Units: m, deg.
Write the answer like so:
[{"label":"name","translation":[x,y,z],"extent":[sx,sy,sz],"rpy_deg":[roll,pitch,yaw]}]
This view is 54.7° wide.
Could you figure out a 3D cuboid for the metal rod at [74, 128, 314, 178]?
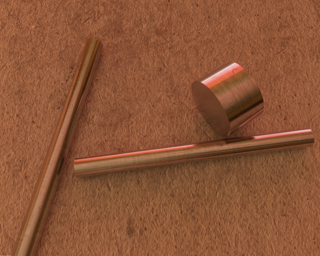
[{"label":"metal rod","translation":[0.045,0.031,0.396],"extent":[0.302,0.025,0.025],"rpy_deg":[-7,70,-3]}]

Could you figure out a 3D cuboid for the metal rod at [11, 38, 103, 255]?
[{"label":"metal rod","translation":[-0.126,0.014,0.401],"extent":[0.025,0.025,0.299],"rpy_deg":[11,70,4]}]

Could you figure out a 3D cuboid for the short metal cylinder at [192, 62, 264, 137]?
[{"label":"short metal cylinder","translation":[0.084,-0.036,0.393],"extent":[0.050,0.080,0.080],"rpy_deg":[-31,73,-11]}]
